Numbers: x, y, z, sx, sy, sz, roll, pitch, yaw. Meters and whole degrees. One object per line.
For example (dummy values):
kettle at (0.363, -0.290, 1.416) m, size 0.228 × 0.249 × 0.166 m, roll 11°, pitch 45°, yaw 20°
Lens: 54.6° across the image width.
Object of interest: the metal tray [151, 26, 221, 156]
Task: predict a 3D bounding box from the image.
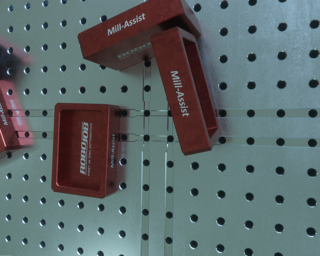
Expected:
metal tray at (0.034, -0.043, 0.355) m, size 0.030 × 0.090 × 0.129 m, roll -14°, pitch 95°, yaw 20°

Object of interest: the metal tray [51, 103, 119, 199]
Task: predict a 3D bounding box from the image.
metal tray at (-0.108, 0.030, 0.448) m, size 0.090 × 0.030 × 0.129 m, roll 3°, pitch 91°, yaw 20°

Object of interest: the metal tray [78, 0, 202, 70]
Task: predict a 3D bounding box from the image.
metal tray at (-0.022, -0.115, 0.386) m, size 0.130 × 0.090 × 0.030 m, roll -18°, pitch 84°, yaw 19°

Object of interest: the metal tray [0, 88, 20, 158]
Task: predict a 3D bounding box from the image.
metal tray at (-0.295, -0.009, 0.515) m, size 0.090 × 0.030 × 0.130 m, roll -25°, pitch 82°, yaw 18°
